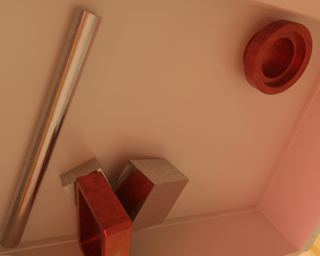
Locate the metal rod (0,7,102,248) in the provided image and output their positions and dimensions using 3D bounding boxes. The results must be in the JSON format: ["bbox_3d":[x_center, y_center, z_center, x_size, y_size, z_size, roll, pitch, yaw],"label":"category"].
[{"bbox_3d":[-0.129,0.015,0.347,0.025,0.025,0.298,13,112,-34],"label":"metal rod"}]

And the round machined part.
[{"bbox_3d":[0.155,-0.098,0.424,0.099,0.042,0.097,-14,125,-21],"label":"round machined part"}]

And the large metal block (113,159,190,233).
[{"bbox_3d":[-0.018,0.090,0.424,0.080,0.050,0.080,6,117,-54],"label":"large metal block"}]

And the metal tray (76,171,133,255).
[{"bbox_3d":[-0.071,0.129,0.375,0.030,0.090,0.129,-13,130,-29],"label":"metal tray"}]

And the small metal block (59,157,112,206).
[{"bbox_3d":[-0.094,0.074,0.404,0.050,0.025,0.050,-27,128,-12],"label":"small metal block"}]
